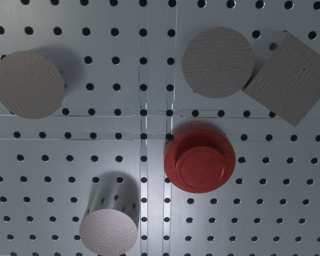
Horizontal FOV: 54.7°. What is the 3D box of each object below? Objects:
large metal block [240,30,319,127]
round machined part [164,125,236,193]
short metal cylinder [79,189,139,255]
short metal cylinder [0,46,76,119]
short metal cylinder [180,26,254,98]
[{"bbox_3d":[0.152,-0.061,0.379,0.080,0.050,0.080,32,107,-11],"label":"large metal block"},{"bbox_3d":[0.054,0.048,0.422,0.099,0.042,0.097,0,110,0],"label":"round machined part"},{"bbox_3d":[-0.071,0.137,0.450,0.081,0.050,0.079,0,110,0],"label":"short metal cylinder"},{"bbox_3d":[-0.150,-0.056,0.378,0.081,0.050,0.079,0,110,0],"label":"short metal cylinder"},{"bbox_3d":[0.065,-0.080,0.371,0.081,0.050,0.079,0,110,0],"label":"short metal cylinder"}]
